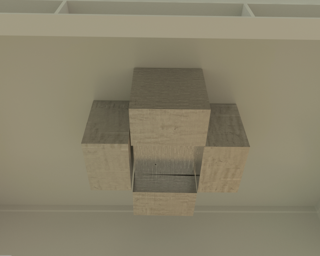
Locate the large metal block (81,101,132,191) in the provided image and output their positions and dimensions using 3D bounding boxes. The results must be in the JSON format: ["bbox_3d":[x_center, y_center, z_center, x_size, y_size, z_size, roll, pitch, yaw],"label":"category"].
[{"bbox_3d":[-0.060,0.021,0.389,0.050,0.080,0.079,1,130,-1],"label":"large metal block"}]

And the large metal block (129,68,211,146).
[{"bbox_3d":[0.009,-0.025,0.349,0.081,0.080,0.050,1,130,-1],"label":"large metal block"}]

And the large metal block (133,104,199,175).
[{"bbox_3d":[0.008,0.015,0.402,0.081,0.050,0.079,0,130,-1],"label":"large metal block"}]

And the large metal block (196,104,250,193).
[{"bbox_3d":[0.073,0.025,0.394,0.050,0.080,0.079,1,130,-1],"label":"large metal block"}]

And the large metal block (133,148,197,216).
[{"bbox_3d":[0.005,0.074,0.434,0.081,0.080,0.050,1,130,-1],"label":"large metal block"}]
